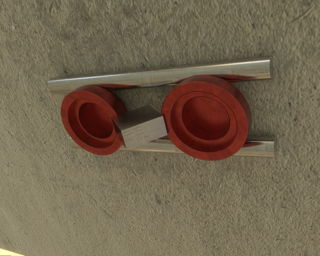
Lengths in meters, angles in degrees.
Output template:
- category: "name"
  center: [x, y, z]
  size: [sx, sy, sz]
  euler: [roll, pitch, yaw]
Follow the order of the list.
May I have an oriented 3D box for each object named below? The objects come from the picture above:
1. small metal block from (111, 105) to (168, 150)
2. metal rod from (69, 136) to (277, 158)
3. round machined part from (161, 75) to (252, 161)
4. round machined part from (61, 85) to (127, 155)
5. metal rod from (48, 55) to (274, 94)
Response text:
- category: "small metal block"
  center: [-0.026, -0.002, 0.370]
  size: [0.050, 0.050, 0.025]
  euler: [-138, 31, -61]
- category: "metal rod"
  center: [-0.002, 0.021, 0.422]
  size: [0.300, 0.025, 0.025]
  euler: [0, 119, 28]
- category: "round machined part"
  center: [0.054, -0.014, 0.353]
  size: [0.098, 0.042, 0.097]
  euler: [13, 124, 21]
- category: "round machined part"
  center: [-0.083, -0.014, 0.427]
  size: [0.098, 0.042, 0.097]
  euler: [13, 124, 21]
- category: "metal rod"
  center: [-0.021, -0.061, 0.381]
  size: [0.300, 0.025, 0.025]
  euler: [0, 119, 28]
